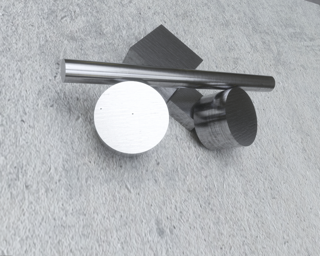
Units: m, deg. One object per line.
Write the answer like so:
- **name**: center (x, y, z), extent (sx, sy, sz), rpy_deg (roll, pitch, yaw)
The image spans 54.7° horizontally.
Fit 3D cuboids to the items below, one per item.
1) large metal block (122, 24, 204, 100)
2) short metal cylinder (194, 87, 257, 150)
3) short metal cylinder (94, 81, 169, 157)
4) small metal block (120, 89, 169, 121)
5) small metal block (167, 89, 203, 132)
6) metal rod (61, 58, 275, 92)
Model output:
- **large metal block**: center (0.002, -0.089, 0.442), extent (0.080, 0.050, 0.080), rpy_deg (41, 51, -1)
- **short metal cylinder**: center (0.091, -0.011, 0.427), extent (0.081, 0.050, 0.080), rpy_deg (13, 72, -44)
- **short metal cylinder**: center (-0.034, -0.008, 0.357), extent (0.081, 0.050, 0.080), rpy_deg (2, 79, -10)
- **small metal block**: center (-0.025, -0.033, 0.412), extent (0.050, 0.025, 0.050), rpy_deg (40, 50, -1)
- **small metal block**: center (0.040, -0.031, 0.445), extent (0.050, 0.025, 0.050), rpy_deg (40, 51, -1)
- **metal rod**: center (0.032, -0.063, 0.394), extent (0.303, 0.025, 0.025), rpy_deg (-1, 63, -29)
